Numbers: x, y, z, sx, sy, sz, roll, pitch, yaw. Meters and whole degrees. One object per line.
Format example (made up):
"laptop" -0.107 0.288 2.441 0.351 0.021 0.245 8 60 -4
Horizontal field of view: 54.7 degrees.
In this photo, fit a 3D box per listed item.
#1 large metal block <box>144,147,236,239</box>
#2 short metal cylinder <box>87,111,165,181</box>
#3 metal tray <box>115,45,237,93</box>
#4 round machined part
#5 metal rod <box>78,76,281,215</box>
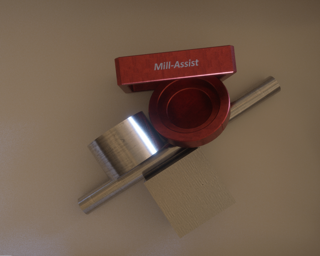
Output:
"large metal block" 0.036 0.078 0.397 0.080 0.050 0.080 -33 90 0
"short metal cylinder" -0.041 0.022 0.382 0.080 0.080 0.050 -33 90 0
"metal tray" 0.017 -0.068 0.377 0.131 0.090 0.030 -6 90 -1
"round machined part" 0.039 -0.020 0.388 0.098 0.042 0.098 -6 64 13
"metal rod" 0.026 0.022 0.410 0.301 0.025 0.025 -33 90 -1
